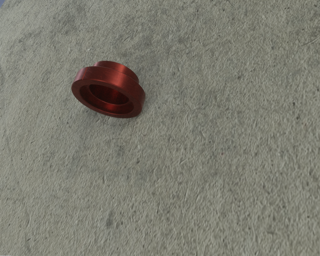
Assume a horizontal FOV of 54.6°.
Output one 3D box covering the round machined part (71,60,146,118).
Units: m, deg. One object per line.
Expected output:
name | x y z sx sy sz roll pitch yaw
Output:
round machined part | -0.067 -0.056 0.428 0.098 0.098 0.042 1 62 29
